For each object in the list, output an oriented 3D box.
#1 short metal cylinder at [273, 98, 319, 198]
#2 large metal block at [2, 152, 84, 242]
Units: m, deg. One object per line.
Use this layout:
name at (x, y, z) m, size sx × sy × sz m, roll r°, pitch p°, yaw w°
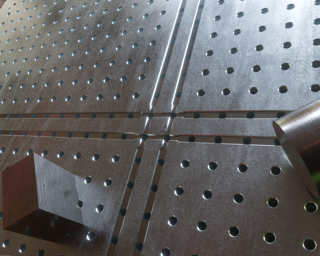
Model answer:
short metal cylinder at (0.147, 0.017, 0.285) m, size 0.050 × 0.080 × 0.080 m, roll -28°, pitch 52°, yaw 11°
large metal block at (-0.149, 0.090, 0.396) m, size 0.050 × 0.080 × 0.080 m, roll -31°, pitch 52°, yaw 9°
